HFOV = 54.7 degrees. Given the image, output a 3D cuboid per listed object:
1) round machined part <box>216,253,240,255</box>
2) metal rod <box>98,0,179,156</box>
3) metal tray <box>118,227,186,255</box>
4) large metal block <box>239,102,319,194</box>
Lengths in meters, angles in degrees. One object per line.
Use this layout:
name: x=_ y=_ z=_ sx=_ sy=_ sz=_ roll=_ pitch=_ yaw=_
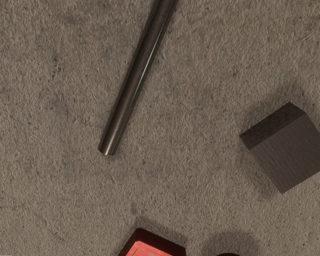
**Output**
round machined part: x=0.110 y=0.239 z=0.491 sx=0.099 sy=0.042 sz=0.097 roll=0 pitch=110 yaw=-1
metal rod: x=-0.014 y=-0.098 z=0.373 sx=0.025 sy=0.025 sz=0.298 roll=22 pitch=108 yaw=-8
metal tray: x=-0.028 y=0.229 z=0.491 sx=0.090 sy=0.030 sz=0.129 roll=28 pitch=107 yaw=-11
large metal block: x=0.166 y=0.026 z=0.408 sx=0.080 sy=0.050 sz=0.080 roll=-36 pitch=107 yaw=12
